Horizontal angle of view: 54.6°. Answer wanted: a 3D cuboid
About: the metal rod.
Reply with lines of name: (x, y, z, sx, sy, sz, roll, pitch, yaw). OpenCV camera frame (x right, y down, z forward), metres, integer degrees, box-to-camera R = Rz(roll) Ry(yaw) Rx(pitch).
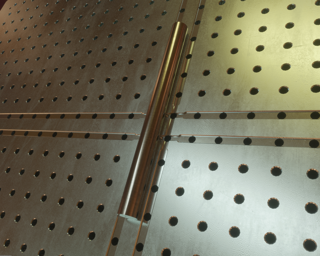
metal rod: (-0.004, -0.027, 0.428, 0.025, 0.025, 0.300, 1, 62, 28)
